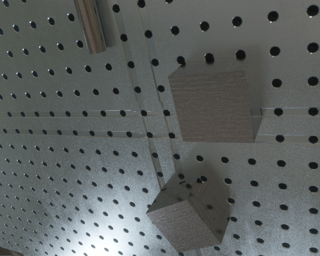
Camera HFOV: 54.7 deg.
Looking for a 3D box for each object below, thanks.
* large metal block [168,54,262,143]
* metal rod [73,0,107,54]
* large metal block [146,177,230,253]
[{"bbox_3d":[0.063,-0.031,0.343,0.080,0.050,0.080,0,118,28],"label":"large metal block"},{"bbox_3d":[-0.103,-0.228,0.324,0.025,0.025,0.298,4,121,26],"label":"metal rod"},{"bbox_3d":[0.041,0.129,0.453,0.080,0.050,0.080,-30,102,37],"label":"large metal block"}]
